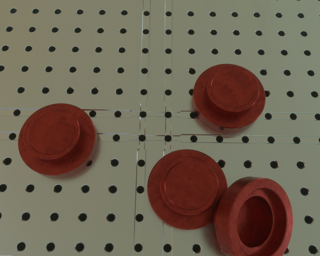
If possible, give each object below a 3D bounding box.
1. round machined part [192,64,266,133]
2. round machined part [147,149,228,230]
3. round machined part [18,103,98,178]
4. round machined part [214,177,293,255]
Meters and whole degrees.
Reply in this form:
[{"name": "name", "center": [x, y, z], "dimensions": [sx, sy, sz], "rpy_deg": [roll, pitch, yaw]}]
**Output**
[{"name": "round machined part", "center": [0.095, -0.046, 0.421], "dimensions": [0.099, 0.042, 0.098], "rpy_deg": [0, 70, -1]}, {"name": "round machined part", "center": [0.034, 0.072, 0.377], "dimensions": [0.099, 0.042, 0.098], "rpy_deg": [0, 70, -1]}, {"name": "round machined part", "center": [-0.133, 0.012, 0.397], "dimensions": [0.099, 0.042, 0.098], "rpy_deg": [0, 70, -1]}, {"name": "round machined part", "center": [0.100, 0.104, 0.350], "dimensions": [0.099, 0.042, 0.097], "rpy_deg": [2, 86, -30]}]
